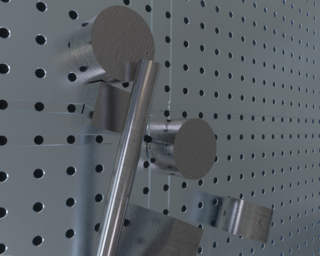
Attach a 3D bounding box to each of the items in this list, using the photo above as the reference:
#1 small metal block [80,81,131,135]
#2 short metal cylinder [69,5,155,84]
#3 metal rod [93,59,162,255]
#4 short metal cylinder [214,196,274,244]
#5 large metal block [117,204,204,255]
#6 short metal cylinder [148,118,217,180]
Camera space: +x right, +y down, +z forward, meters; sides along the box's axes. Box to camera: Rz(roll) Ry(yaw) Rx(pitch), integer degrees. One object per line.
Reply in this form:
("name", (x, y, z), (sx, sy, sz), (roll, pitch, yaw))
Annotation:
("small metal block", (-0.059, -0.021, 0.360), (0.050, 0.025, 0.050), (19, 78, -39))
("short metal cylinder", (-0.053, -0.089, 0.348), (0.081, 0.050, 0.080), (-1, 91, -40))
("metal rod", (-0.045, 0.075, 0.337), (0.025, 0.025, 0.298), (11, 93, -40))
("short metal cylinder", (0.130, 0.142, 0.483), (0.080, 0.080, 0.050), (27, 73, -37))
("large metal block", (-0.005, 0.144, 0.369), (0.050, 0.080, 0.080), (33, 69, -35))
("short metal cylinder", (0.031, 0.027, 0.419), (0.081, 0.050, 0.080), (0, 90, -40))
